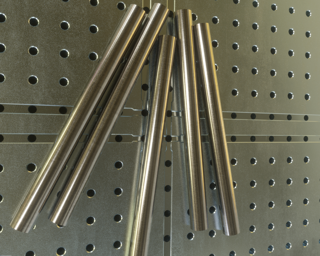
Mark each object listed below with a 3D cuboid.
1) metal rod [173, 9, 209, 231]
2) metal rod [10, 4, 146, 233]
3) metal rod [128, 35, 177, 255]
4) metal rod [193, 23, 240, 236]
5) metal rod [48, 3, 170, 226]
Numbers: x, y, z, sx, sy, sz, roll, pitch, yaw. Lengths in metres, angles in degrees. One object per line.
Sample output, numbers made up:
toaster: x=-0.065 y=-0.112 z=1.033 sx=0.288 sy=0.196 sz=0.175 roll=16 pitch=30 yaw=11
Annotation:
metal rod: x=0.043 y=-0.009 z=0.428 sx=0.025 sy=0.025 sz=0.298 roll=-5 pitch=92 yaw=-20
metal rod: x=-0.094 y=-0.019 z=0.377 sx=0.025 sy=0.025 sz=0.299 roll=29 pitch=80 yaw=-18
metal rod: x=-0.010 y=0.027 z=0.409 sx=0.025 sy=0.025 sz=0.299 roll=9 pitch=87 yaw=-20
metal rod: x=0.080 y=0.004 z=0.441 sx=0.025 sy=0.025 sz=0.298 roll=-11 pitch=94 yaw=-20
metal rod: x=-0.060 y=-0.024 z=0.391 sx=0.025 sy=0.025 sz=0.299 roll=27 pitch=81 yaw=-18
